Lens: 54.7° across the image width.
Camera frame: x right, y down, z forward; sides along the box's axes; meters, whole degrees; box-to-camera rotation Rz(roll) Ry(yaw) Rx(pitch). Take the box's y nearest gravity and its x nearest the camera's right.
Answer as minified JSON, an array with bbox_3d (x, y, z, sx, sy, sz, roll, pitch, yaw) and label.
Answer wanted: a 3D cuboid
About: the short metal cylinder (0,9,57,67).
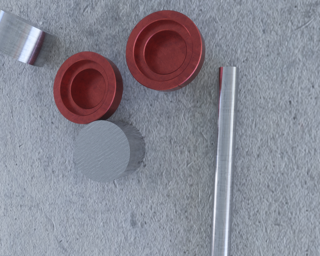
[{"bbox_3d":[-0.199,-0.129,0.448,0.080,0.080,0.050,31,100,17],"label":"short metal cylinder"}]

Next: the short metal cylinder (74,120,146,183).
[{"bbox_3d":[-0.066,0.030,0.418,0.080,0.050,0.079,0,90,19],"label":"short metal cylinder"}]

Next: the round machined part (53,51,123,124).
[{"bbox_3d":[-0.095,-0.053,0.430,0.098,0.042,0.097,-1,87,21],"label":"round machined part"}]

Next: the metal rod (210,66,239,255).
[{"bbox_3d":[0.078,0.076,0.381,0.025,0.025,0.298,3,91,19],"label":"metal rod"}]

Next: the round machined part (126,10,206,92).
[{"bbox_3d":[0.010,-0.095,0.396,0.098,0.042,0.097,0,90,19],"label":"round machined part"}]
